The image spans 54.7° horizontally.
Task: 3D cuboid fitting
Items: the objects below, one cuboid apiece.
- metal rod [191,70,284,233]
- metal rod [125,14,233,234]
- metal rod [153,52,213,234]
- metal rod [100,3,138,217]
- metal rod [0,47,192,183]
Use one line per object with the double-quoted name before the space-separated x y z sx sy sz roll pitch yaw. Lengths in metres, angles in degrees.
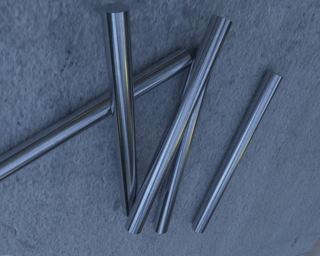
"metal rod" 0.118 0.050 0.505 0.025 0.025 0.298 7 115 -32
"metal rod" 0.016 0.009 0.390 0.025 0.025 0.298 10 111 -33
"metal rod" 0.030 0.035 0.446 0.025 0.025 0.298 -2 120 -28
"metal rod" -0.041 0.009 0.364 0.025 0.025 0.298 -17 134 -19
"metal rod" -0.094 -0.006 0.352 0.301 0.025 0.025 -32 129 -8
